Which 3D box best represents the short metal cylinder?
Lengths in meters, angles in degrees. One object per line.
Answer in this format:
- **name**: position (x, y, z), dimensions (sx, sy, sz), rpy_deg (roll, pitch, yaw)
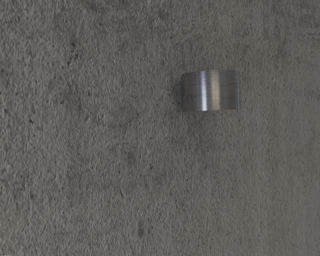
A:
- **short metal cylinder**: position (0.070, -0.049, 0.426), dimensions (0.081, 0.080, 0.050), rpy_deg (-5, 93, -40)
